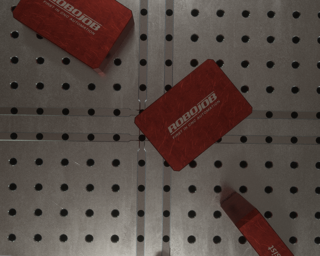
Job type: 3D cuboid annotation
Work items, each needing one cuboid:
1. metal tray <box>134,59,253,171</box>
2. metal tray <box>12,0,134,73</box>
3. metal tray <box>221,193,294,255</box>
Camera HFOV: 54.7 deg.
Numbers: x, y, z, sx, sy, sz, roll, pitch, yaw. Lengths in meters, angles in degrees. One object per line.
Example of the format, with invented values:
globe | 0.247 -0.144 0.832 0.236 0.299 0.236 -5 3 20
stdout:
metal tray | 0.043 -0.017 0.411 0.130 0.030 0.090 -39 91 -1
metal tray | -0.111 -0.146 0.409 0.130 0.030 0.090 33 90 -1
metal tray | 0.134 0.148 0.382 0.030 0.090 0.130 -38 91 0
